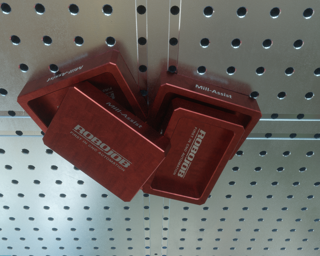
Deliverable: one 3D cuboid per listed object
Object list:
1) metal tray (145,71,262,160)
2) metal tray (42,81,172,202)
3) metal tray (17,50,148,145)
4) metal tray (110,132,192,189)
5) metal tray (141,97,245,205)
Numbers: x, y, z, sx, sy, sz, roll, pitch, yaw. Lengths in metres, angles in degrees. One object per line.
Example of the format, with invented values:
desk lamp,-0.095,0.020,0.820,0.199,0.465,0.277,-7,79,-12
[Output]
metal tray,0.050,-0.011,0.397,0.131,0.030,0.089,15,128,-12
metal tray,-0.064,0.017,0.369,0.130,0.030,0.090,36,116,-1
metal tray,-0.092,-0.030,0.381,0.130,0.030,0.090,-17,128,14
metal tray,-0.019,0.050,0.450,0.131,0.030,0.089,20,127,-17
metal tray,0.037,0.034,0.397,0.091,0.030,0.129,16,117,-13
